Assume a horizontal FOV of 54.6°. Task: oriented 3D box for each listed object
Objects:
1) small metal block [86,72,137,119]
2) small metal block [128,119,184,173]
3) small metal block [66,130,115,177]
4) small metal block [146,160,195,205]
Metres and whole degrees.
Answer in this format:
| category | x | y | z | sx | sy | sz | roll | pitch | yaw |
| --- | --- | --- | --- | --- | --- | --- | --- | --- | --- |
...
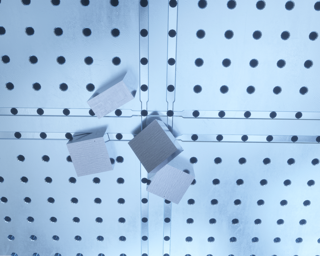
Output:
| category | x | y | z | sx | sy | sz | roll | pitch | yaw |
| --- | --- | --- | --- | --- | --- | --- | --- | --- | --- |
| small metal block | -0.058 | -0.041 | 0.384 | 0.050 | 0.050 | 0.025 | -29 | 108 | 10 |
| small metal block | -0.006 | 0.025 | 0.410 | 0.050 | 0.025 | 0.050 | -41 | 71 | 13 |
| small metal block | -0.093 | 0.035 | 0.425 | 0.050 | 0.025 | 0.050 | -11 | 110 | 4 |
| small metal block | 0.015 | 0.073 | 0.440 | 0.050 | 0.025 | 0.050 | 26 | 108 | -9 |
